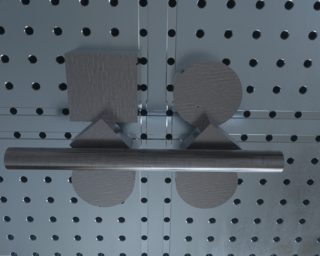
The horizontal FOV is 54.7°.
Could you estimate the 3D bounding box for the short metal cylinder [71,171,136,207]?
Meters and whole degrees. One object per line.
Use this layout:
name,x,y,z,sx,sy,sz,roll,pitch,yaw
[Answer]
short metal cylinder,-0.073,0.059,0.420,0.081,0.050,0.079,0,110,0

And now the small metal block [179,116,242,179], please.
small metal block,0.059,0.023,0.369,0.050,0.025,0.050,39,105,-13

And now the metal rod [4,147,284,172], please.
metal rod,-0.016,0.036,0.346,0.302,0.025,0.025,1,110,-1

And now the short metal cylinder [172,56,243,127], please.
short metal cylinder,0.056,-0.046,0.383,0.081,0.050,0.079,0,110,0

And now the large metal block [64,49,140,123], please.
large metal block,-0.066,-0.053,0.379,0.081,0.050,0.079,1,110,-1

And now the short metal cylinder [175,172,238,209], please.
short metal cylinder,0.061,0.062,0.423,0.081,0.050,0.079,0,110,0

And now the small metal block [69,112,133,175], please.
small metal block,-0.068,0.018,0.366,0.050,0.025,0.050,-38,106,13
